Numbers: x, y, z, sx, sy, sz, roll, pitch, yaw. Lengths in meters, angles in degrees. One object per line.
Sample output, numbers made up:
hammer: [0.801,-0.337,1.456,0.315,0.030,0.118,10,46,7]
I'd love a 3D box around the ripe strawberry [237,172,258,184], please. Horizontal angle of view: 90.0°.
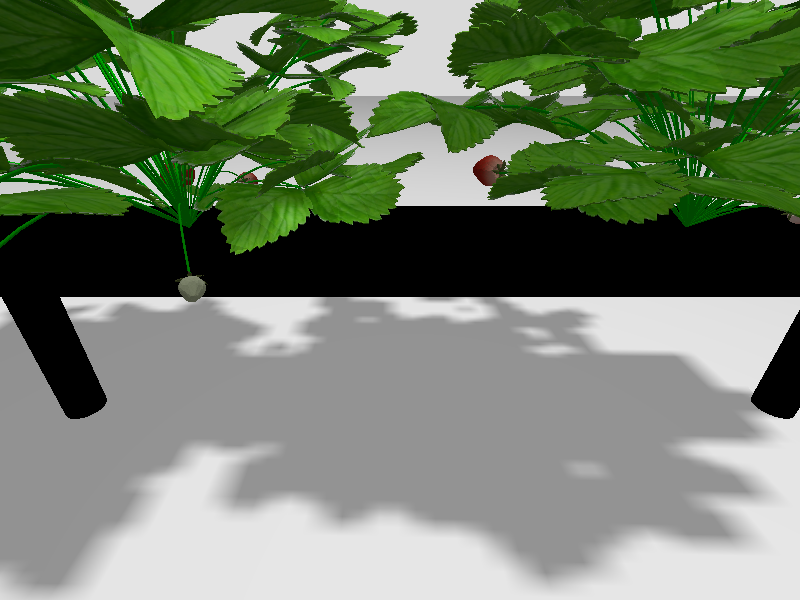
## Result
ripe strawberry: [-0.182,-0.143,0.479,0.024,0.021,0.024,2,23,3]

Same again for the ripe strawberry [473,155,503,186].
ripe strawberry: [0.109,-0.163,0.503,0.036,0.038,0.039,-23,36,-36]

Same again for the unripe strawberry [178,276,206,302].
unripe strawberry: [-0.123,-0.006,0.238,0.015,0.016,0.015,-13,-40,-22]

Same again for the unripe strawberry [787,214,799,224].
unripe strawberry: [0.371,-0.080,0.369,0.021,0.021,0.020,3,28,-9]

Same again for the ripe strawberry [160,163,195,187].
ripe strawberry: [-0.269,-0.153,0.484,0.038,0.033,0.038,-14,31,-24]
